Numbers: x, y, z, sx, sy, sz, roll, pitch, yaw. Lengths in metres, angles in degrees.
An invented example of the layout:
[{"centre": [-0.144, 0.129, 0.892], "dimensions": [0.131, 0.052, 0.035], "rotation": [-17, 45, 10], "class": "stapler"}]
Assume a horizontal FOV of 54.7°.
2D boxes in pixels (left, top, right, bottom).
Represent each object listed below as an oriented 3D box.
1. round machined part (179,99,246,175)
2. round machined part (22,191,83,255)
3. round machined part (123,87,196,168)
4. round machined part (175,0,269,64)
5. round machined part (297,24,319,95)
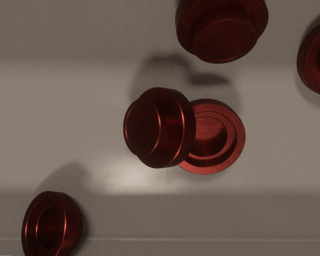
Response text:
[{"centre": [0.058, 0.008, 0.406], "dimensions": [0.099, 0.042, 0.097], "rotation": [0, 110, -1], "class": "round machined part"}, {"centre": [-0.146, 0.139, 0.432], "dimensions": [0.098, 0.098, 0.042], "rotation": [-48, 143, 15], "class": "round machined part"}, {"centre": [-0.008, 0.000, 0.371], "dimensions": [0.042, 0.098, 0.097], "rotation": [1, 116, -43], "class": "round machined part"}, {"centre": [0.067, -0.107, 0.335], "dimensions": [0.099, 0.042, 0.098], "rotation": [-4, 153, -2], "class": "round machined part"}, {"centre": [0.224, -0.083, 0.375], "dimensions": [0.099, 0.042, 0.097], "rotation": [0, 110, -1], "class": "round machined part"}]
